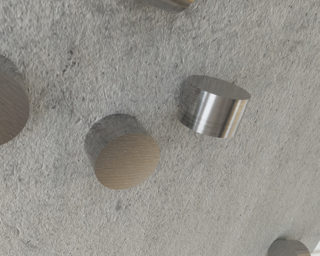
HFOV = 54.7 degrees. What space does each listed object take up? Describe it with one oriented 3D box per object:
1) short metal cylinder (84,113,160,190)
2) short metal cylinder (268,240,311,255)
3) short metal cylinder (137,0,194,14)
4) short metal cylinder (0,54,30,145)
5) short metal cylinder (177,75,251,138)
[{"bbox_3d":[-0.047,0.029,0.382,0.081,0.050,0.079,-14,124,-21],"label":"short metal cylinder"},{"bbox_3d":[0.303,0.304,0.724,0.050,0.080,0.079,12,112,-33],"label":"short metal cylinder"},{"bbox_3d":[0.003,-0.151,0.279,0.050,0.080,0.079,9,114,-32],"label":"short metal cylinder"},{"bbox_3d":[-0.165,-0.027,0.283,0.081,0.050,0.079,-14,124,-21],"label":"short metal cylinder"},{"bbox_3d":[0.066,-0.029,0.389,0.081,0.080,0.050,1,118,-29],"label":"short metal cylinder"}]
